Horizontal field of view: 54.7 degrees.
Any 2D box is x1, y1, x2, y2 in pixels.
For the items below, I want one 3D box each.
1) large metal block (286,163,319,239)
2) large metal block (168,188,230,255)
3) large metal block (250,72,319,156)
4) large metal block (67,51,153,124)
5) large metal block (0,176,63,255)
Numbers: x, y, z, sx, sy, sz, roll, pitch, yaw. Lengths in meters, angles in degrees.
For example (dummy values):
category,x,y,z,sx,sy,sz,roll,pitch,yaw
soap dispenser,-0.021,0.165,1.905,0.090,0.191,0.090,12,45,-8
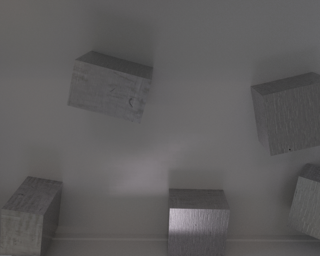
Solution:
category,x,y,z,sx,sy,sz,roll,pitch,yaw
large metal block,0.227,0.104,0.418,0.080,0.050,0.079,17,114,32
large metal block,0.052,0.136,0.449,0.081,0.050,0.079,1,110,-1
large metal block,0.167,-0.019,0.392,0.080,0.050,0.080,-13,110,4
large metal block,-0.054,-0.051,0.363,0.080,0.080,0.050,14,110,-5
large metal block,-0.174,0.125,0.426,0.050,0.080,0.079,11,110,-4
